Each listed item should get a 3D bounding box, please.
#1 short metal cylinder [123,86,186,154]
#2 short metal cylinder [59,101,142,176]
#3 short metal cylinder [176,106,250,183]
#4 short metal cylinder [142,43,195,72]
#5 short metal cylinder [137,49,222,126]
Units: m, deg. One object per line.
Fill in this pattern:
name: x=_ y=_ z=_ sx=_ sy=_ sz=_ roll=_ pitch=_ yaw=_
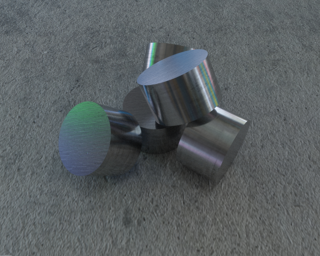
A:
short metal cylinder: x=-0.005 y=-0.013 z=0.399 sx=0.081 sy=0.050 sz=0.080 roll=0 pitch=50 yaw=0
short metal cylinder: x=-0.068 y=0.014 z=0.349 sx=0.080 sy=0.050 sz=0.080 roll=-6 pitch=78 yaw=34
short metal cylinder: x=0.062 y=0.016 z=0.356 sx=0.050 sy=0.080 sz=0.080 roll=28 pitch=56 yaw=21
short metal cylinder: x=0.017 y=-0.084 z=0.431 sx=0.080 sy=0.080 sz=0.050 roll=11 pitch=94 yaw=9
short metal cylinder: x=0.022 y=-0.045 z=0.340 sx=0.080 sy=0.050 sz=0.080 roll=-20 pitch=26 yaw=11
